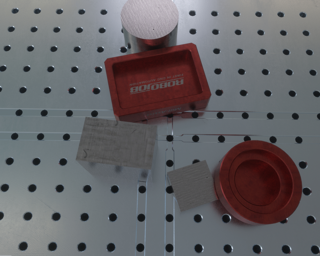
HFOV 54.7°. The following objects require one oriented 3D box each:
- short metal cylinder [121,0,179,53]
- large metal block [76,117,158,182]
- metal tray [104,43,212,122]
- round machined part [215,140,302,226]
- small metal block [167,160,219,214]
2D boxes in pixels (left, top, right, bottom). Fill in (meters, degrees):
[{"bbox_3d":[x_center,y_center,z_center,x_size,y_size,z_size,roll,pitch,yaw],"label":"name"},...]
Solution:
[{"bbox_3d":[-0.014,-0.148,0.452,0.081,0.050,0.080,0,70,0],"label":"short metal cylinder"},{"bbox_3d":[-0.046,0.029,0.371,0.080,0.080,0.050,7,70,2],"label":"large metal block"},{"bbox_3d":[-0.004,-0.063,0.431,0.131,0.030,0.090,-12,70,-5],"label":"metal tray"},{"bbox_3d":[0.115,0.067,0.375,0.099,0.042,0.098,2,68,-6],"label":"round machined part"},{"bbox_3d":[0.041,0.073,0.385,0.050,0.025,0.050,-17,71,-6],"label":"small metal block"}]
